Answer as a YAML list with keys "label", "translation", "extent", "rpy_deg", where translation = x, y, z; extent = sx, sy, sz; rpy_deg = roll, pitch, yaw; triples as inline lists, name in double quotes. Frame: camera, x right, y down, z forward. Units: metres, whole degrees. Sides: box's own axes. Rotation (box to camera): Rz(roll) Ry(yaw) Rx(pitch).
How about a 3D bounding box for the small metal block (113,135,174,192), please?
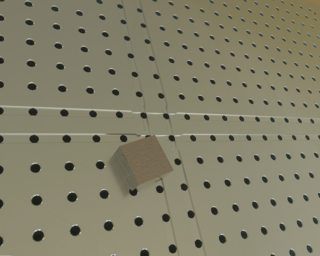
- label: "small metal block"
  translation: [-0.020, 0.041, 0.372]
  extent: [0.050, 0.025, 0.050]
  rpy_deg: [-17, 71, -35]
